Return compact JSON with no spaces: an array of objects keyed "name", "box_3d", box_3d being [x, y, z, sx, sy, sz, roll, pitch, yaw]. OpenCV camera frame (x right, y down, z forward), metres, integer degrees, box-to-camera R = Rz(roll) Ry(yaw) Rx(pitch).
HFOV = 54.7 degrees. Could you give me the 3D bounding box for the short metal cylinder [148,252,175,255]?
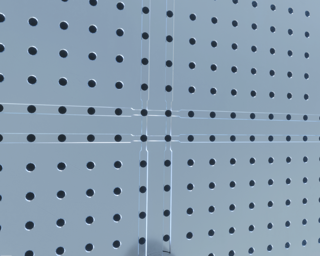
[{"name":"short metal cylinder","box_3d":[0.006,0.210,0.402,0.081,0.050,0.079,0,90,-20]}]
